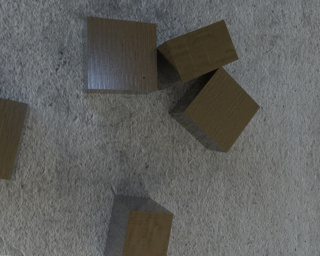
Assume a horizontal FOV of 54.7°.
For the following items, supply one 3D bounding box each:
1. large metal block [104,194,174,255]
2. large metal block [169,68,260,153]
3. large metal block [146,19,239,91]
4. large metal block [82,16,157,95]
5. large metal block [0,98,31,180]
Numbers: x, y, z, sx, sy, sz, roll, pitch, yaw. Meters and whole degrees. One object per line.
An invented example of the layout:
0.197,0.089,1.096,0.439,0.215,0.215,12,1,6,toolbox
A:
-0.029,0.130,0.369,0.050,0.080,0.080,11,87,-20,large metal block
0.074,-0.024,0.423,0.080,0.050,0.080,42,77,-15,large metal block
0.037,-0.089,0.393,0.081,0.080,0.050,-25,99,-18,large metal block
-0.050,-0.084,0.377,0.081,0.050,0.080,-1,90,-20,large metal block
-0.189,0.005,0.326,0.081,0.050,0.080,13,86,-20,large metal block
